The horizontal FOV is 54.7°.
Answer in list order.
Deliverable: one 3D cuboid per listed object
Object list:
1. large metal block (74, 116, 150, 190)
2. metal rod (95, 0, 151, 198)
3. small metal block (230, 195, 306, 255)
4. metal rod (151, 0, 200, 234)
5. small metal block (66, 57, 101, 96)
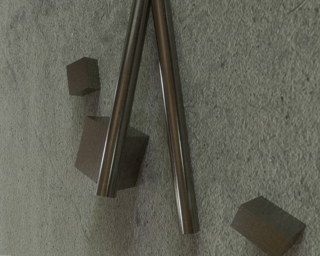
[{"bbox_3d":[-0.070,0.034,0.444,0.080,0.050,0.079,26,106,36],"label":"large metal block"},{"bbox_3d":[-0.041,-0.064,0.394,0.025,0.025,0.299,2,78,39],"label":"metal rod"},{"bbox_3d":[0.105,0.095,0.301,0.050,0.050,0.025,33,111,35],"label":"small metal block"},{"bbox_3d":[0.018,-0.023,0.388,0.025,0.025,0.298,-11,83,39],"label":"metal rod"},{"bbox_3d":[-0.125,-0.083,0.506,0.050,0.025,0.050,-13,82,39],"label":"small metal block"}]
